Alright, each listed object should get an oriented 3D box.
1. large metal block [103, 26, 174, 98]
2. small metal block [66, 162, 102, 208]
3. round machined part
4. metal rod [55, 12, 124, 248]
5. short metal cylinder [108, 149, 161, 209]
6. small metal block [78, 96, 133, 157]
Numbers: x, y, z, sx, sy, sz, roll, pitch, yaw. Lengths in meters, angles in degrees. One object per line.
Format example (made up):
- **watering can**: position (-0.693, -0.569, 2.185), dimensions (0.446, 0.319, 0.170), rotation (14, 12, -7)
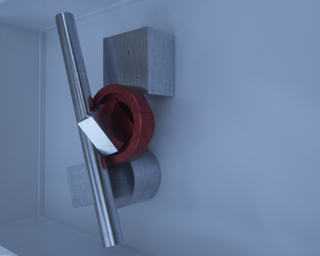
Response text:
- **large metal block**: position (-0.029, -0.080, 0.409), dimensions (0.080, 0.050, 0.079), rotation (0, 90, 39)
- **small metal block**: position (-0.093, 0.073, 0.395), dimensions (0.025, 0.050, 0.050), rotation (-15, 78, 5)
- **round machined part**: position (-0.045, -0.005, 0.391), dimensions (0.098, 0.042, 0.097), rotation (0, 90, 39)
- **metal rod**: position (-0.091, -0.008, 0.387), dimensions (0.025, 0.025, 0.299), rotation (-24, 75, 37)
- **short metal cylinder**: position (-0.046, 0.066, 0.425), dimensions (0.080, 0.050, 0.079), rotation (0, 90, 39)
- **small metal block**: position (-0.063, -0.002, 0.375), dimensions (0.025, 0.050, 0.050), rotation (-22, 111, 34)
